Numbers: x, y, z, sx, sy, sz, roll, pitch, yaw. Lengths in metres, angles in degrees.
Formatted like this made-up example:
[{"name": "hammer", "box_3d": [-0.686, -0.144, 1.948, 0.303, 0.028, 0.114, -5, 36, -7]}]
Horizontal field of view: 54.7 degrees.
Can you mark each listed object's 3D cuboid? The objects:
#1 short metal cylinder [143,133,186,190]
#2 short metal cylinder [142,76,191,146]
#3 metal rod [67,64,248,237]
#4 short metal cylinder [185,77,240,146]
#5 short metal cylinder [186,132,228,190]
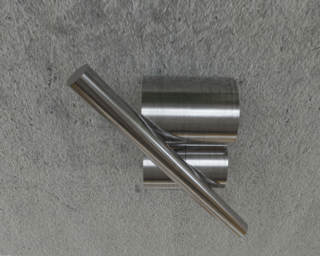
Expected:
[{"name": "short metal cylinder", "box_3d": [0.005, 0.042, 0.408, 0.050, 0.080, 0.079, 1, 130, -1]}, {"name": "short metal cylinder", "box_3d": [0.006, -0.020, 0.356, 0.050, 0.080, 0.079, 1, 130, -1]}, {"name": "metal rod", "box_3d": [0.019, 0.046, 0.343, 0.025, 0.025, 0.300, -30, 125, 22]}, {"name": "short metal cylinder", "box_3d": [0.056, -0.019, 0.357, 0.050, 0.080, 0.079, 1, 130, -1]}, {"name": "short metal cylinder", "box_3d": [0.056, 0.042, 0.409, 0.050, 0.080, 0.079, 1, 130, -1]}]
